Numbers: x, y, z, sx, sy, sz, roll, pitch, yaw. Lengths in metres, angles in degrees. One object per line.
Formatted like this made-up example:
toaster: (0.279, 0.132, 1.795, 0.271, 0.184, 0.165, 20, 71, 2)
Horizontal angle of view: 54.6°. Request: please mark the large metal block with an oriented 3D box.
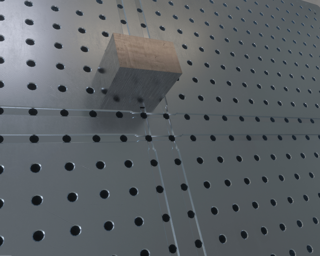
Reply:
large metal block: (-0.030, -0.070, 0.399, 0.081, 0.080, 0.050, 0, 62, -28)
